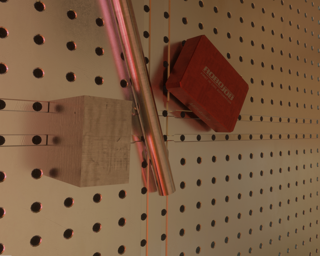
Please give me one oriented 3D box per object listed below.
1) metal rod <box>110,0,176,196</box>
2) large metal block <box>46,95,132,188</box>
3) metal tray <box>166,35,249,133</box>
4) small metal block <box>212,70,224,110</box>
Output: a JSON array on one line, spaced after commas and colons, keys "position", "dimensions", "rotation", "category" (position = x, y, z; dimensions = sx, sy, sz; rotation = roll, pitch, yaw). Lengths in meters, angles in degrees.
[{"position": [-0.024, -0.056, 0.390], "dimensions": [0.025, 0.025, 0.298], "rotation": [-22, 104, -38], "category": "metal rod"}, {"position": [-0.074, 0.012, 0.313], "dimensions": [0.050, 0.080, 0.080], "rotation": [4, 88, -40], "category": "large metal block"}, {"position": [0.076, -0.062, 0.462], "dimensions": [0.130, 0.030, 0.090], "rotation": [37, 67, -34], "category": "metal tray"}, {"position": [0.086, -0.057, 0.484], "dimensions": [0.050, 0.025, 0.050], "rotation": [44, 63, -31], "category": "small metal block"}]
